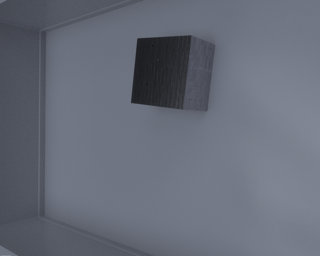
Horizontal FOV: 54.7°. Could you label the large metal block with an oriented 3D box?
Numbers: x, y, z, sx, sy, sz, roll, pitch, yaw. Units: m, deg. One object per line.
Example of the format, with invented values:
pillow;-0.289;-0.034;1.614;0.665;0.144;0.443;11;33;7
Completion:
large metal block;0.015;-0.065;0.377;0.080;0.050;0.079;10;97;39
